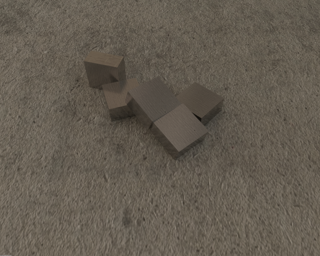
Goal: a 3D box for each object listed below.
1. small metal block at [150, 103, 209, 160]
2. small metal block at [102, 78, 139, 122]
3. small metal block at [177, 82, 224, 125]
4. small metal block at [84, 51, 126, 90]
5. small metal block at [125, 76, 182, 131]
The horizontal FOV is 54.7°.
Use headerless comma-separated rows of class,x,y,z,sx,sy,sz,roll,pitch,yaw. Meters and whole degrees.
small metal block,0.024,0.004,0.393,0.050,0.025,0.050,-32,70,-24
small metal block,-0.051,-0.041,0.437,0.050,0.025,0.050,-14,51,-12
small metal block,0.052,-0.032,0.430,0.050,0.025,0.050,35,58,26
small metal block,-0.079,-0.081,0.455,0.050,0.050,0.025,13,51,10
small metal block,-0.009,-0.033,0.404,0.050,0.025,0.050,-31,75,-29
